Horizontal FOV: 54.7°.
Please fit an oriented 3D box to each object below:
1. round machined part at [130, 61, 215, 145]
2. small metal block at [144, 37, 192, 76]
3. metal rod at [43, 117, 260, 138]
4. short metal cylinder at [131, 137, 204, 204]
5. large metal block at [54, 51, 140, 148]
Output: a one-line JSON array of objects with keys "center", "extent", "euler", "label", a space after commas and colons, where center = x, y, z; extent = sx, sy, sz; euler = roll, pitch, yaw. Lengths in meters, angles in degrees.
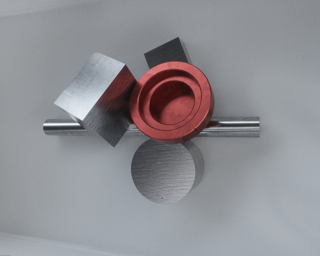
[{"center": [0.017, -0.027, 0.373], "extent": [0.098, 0.042, 0.098], "euler": [-6, 70, 18], "label": "round machined part"}, {"center": [0.014, -0.082, 0.404], "extent": [0.050, 0.025, 0.050], "euler": [-22, 83, 18], "label": "small metal block"}, {"center": [-0.024, -0.001, 0.415], "extent": [0.301, 0.025, 0.025], "euler": [0, 90, 19], "label": "metal rod"}, {"center": [0.011, 0.050, 0.390], "extent": [0.080, 0.050, 0.079], "euler": [0, 90, 19], "label": "short metal cylinder"}, {"center": [-0.069, -0.034, 0.387], "extent": [0.050, 0.080, 0.080], "euler": [28, 76, 28], "label": "large metal block"}]
